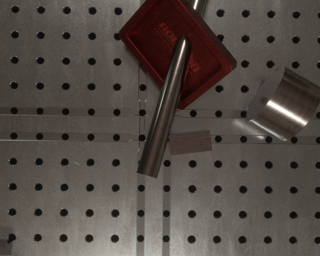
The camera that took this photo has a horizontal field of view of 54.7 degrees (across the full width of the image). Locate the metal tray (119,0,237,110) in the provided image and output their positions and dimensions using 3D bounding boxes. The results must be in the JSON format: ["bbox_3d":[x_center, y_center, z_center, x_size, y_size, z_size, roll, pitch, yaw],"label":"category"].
[{"bbox_3d":[0.021,-0.099,0.389,0.090,0.030,0.130,-39,91,32],"label":"metal tray"}]

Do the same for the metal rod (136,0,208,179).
[{"bbox_3d":[0.026,-0.085,0.388,0.025,0.025,0.299,16,80,-1],"label":"metal rod"}]

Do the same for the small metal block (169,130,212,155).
[{"bbox_3d":[0.037,0.018,0.401,0.050,0.050,0.025,-7,91,-1],"label":"small metal block"}]

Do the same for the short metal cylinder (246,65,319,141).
[{"bbox_3d":[0.152,-0.031,0.388,0.050,0.080,0.080,30,90,-1],"label":"short metal cylinder"}]

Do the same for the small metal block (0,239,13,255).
[{"bbox_3d":[-0.230,0.175,0.411,0.050,0.025,0.050,8,90,-1],"label":"small metal block"}]
